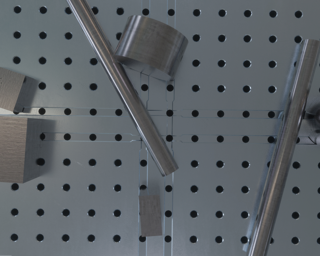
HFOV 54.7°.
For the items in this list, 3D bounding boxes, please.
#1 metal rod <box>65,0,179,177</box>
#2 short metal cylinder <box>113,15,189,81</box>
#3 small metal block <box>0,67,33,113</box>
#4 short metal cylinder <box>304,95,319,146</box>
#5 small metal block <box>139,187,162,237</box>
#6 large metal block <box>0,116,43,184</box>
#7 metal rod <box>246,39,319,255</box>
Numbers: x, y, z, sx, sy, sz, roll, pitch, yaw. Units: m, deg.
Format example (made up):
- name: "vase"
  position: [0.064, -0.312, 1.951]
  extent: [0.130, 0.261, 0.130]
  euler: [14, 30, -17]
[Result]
- name: "metal rod"
  position: [-0.058, -0.072, 0.412]
  extent: [0.025, 0.025, 0.299]
  euler: [-29, 90, 0]
- name: "short metal cylinder"
  position: [-0.011, -0.097, 0.386]
  extent: [0.080, 0.080, 0.050]
  euler: [21, 90, 0]
- name: "small metal block"
  position: [-0.205, -0.052, 0.412]
  extent: [0.050, 0.025, 0.050]
  euler: [19, 90, 0]
- name: "short metal cylinder"
  position: [0.239, -0.010, 0.402]
  extent: [0.081, 0.050, 0.080]
  euler: [0, 90, 0]
- name: "small metal block"
  position: [-0.011, 0.106, 0.401]
  extent: [0.025, 0.050, 0.050]
  euler: [-4, 90, 0]
- name: "large metal block"
  position: [-0.203, 0.025, 0.399]
  extent: [0.080, 0.050, 0.080]
  euler: [4, 90, 0]
- name: "metal rod"
  position: [0.165, 0.030, 0.414]
  extent: [0.025, 0.025, 0.298]
  euler: [15, 90, 0]
